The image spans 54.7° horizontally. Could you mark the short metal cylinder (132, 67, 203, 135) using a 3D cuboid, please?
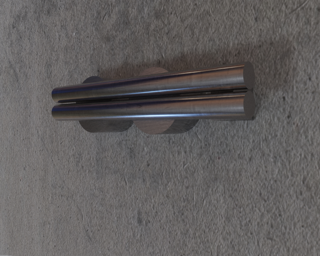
[{"bbox_3d":[0.007,-0.032,0.385,0.080,0.050,0.080,0,90,40],"label":"short metal cylinder"}]

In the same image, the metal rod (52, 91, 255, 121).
[{"bbox_3d":[-0.036,-0.022,0.370,0.300,0.025,0.025,1,91,40],"label":"metal rod"}]

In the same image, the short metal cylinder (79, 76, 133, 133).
[{"bbox_3d":[-0.078,-0.033,0.454,0.080,0.050,0.080,0,90,40],"label":"short metal cylinder"}]

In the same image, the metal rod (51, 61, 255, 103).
[{"bbox_3d":[-0.036,-0.048,0.370,0.300,0.025,0.025,1,91,40],"label":"metal rod"}]

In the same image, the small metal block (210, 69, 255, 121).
[{"bbox_3d":[0.077,-0.033,0.328,0.025,0.050,0.050,-2,88,40],"label":"small metal block"}]
